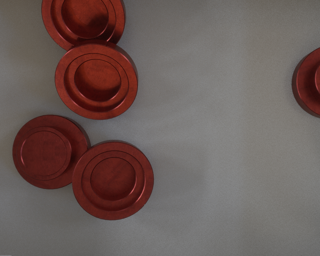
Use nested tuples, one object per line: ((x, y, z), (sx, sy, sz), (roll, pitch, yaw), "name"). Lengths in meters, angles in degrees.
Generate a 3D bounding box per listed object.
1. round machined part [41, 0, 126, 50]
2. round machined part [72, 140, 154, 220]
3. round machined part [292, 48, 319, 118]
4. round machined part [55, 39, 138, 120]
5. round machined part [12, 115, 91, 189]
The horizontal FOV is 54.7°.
((-0.092, -0.143, 0.387), (0.099, 0.042, 0.097), (-1, 123, -2), "round machined part")
((-0.059, 0.063, 0.397), (0.099, 0.042, 0.097), (-1, 95, -10), "round machined part")
((0.228, -0.060, 0.400), (0.099, 0.042, 0.097), (0, 90, 5), "round machined part")
((-0.076, -0.063, 0.388), (0.099, 0.042, 0.097), (-1, 120, -2), "round machined part")
((-0.143, 0.031, 0.402), (0.099, 0.042, 0.097), (0, 90, 0), "round machined part")
